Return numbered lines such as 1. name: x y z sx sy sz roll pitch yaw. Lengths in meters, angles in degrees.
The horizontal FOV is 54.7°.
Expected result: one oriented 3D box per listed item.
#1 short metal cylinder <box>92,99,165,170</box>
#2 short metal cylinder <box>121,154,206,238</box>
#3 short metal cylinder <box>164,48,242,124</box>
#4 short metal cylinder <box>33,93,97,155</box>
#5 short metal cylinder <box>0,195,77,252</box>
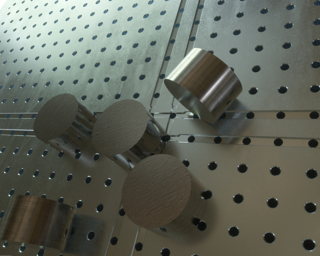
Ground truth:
1. short metal cylinder: -0.041 0.009 0.408 0.080 0.050 0.080 -13 56 21
2. short metal cylinder: 0.005 0.075 0.343 0.080 0.050 0.080 -13 56 21
3. short metal cylinder: 0.052 -0.050 0.377 0.050 0.080 0.080 -49 51 -6
4. short metal cylinder: -0.142 -0.006 0.470 0.080 0.050 0.080 -13 56 21
5. short metal cylinder: -0.149 0.118 0.378 0.080 0.080 0.050 -5 60 26
